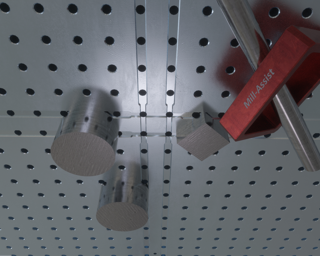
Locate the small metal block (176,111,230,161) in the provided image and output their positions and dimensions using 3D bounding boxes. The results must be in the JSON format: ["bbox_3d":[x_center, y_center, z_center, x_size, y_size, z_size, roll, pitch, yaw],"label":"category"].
[{"bbox_3d":[0.058,0.012,0.423,0.050,0.025,0.050,36,121,-27],"label":"small metal block"}]

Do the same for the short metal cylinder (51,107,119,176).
[{"bbox_3d":[-0.097,0.019,0.410,0.081,0.050,0.079,0,130,0],"label":"short metal cylinder"}]

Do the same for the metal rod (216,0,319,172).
[{"bbox_3d":[0.116,-0.061,0.333,0.025,0.025,0.300,-27,117,21],"label":"metal rod"}]

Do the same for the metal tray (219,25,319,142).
[{"bbox_3d":[0.134,-0.044,0.342,0.091,0.030,0.129,-8,141,-40],"label":"metal tray"}]

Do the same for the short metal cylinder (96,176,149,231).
[{"bbox_3d":[-0.059,0.123,0.499,0.081,0.050,0.079,0,130,0],"label":"short metal cylinder"}]
